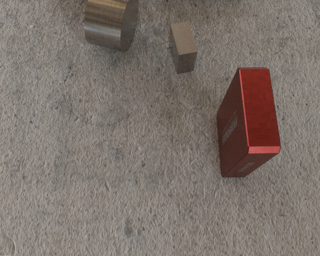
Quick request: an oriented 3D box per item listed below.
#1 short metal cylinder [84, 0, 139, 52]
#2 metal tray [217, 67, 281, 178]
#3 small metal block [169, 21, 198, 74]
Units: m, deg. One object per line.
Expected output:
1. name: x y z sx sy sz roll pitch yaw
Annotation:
1. short metal cylinder: -0.066 -0.152 0.434 0.050 0.080 0.080 15 71 5
2. metal tray: 0.094 0.001 0.353 0.030 0.130 0.090 -1 70 0
3. small metal block: 0.032 -0.112 0.436 0.025 0.050 0.050 -12 71 -4
